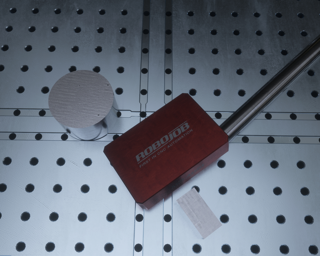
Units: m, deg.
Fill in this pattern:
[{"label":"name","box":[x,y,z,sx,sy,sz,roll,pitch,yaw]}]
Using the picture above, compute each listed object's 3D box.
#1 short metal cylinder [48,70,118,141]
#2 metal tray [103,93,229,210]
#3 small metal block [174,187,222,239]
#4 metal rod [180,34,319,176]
[{"label":"short metal cylinder","box":[-0.098,-0.029,0.408,0.081,0.050,0.080,0,70,0]},{"label":"metal tray","box":[0.008,0.026,0.383,0.130,0.030,0.090,-35,61,-7]},{"label":"small metal block","box":[0.043,0.101,0.362,0.025,0.050,0.050,-34,74,-12]},{"label":"metal rod","box":[0.144,-0.043,0.429,0.301,0.025,0.025,-41,75,-14]}]
